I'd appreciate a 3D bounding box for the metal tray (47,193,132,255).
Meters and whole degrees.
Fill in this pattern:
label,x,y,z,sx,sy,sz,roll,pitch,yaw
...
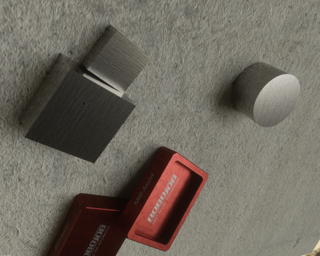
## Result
label,x,y,z,sx,sy,sz,roll,pitch,yaw
metal tray,-0.099,0.159,0.448,0.091,0.030,0.129,17,109,-35

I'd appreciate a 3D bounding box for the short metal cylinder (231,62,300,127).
label,x,y,z,sx,sy,sz,roll,pitch,yaw
short metal cylinder,0.150,-0.048,0.443,0.081,0.050,0.079,-14,124,-21

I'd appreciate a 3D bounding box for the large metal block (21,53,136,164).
label,x,y,z,sx,sy,sz,roll,pitch,yaw
large metal block,-0.088,-0.019,0.331,0.080,0.050,0.080,29,102,-38

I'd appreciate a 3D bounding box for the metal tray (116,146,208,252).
label,x,y,z,sx,sy,sz,roll,pitch,yaw
metal tray,0.007,0.103,0.445,0.090,0.030,0.130,37,79,-39

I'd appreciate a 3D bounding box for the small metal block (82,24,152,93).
label,x,y,z,sx,sy,sz,roll,pitch,yaw
small metal block,-0.047,-0.074,0.336,0.050,0.025,0.050,34,99,-39
